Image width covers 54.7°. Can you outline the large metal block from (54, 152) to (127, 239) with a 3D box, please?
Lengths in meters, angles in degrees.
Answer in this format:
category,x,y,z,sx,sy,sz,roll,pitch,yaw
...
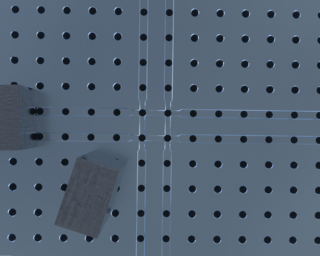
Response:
category,x,y,z,sx,sy,sz,roll,pitch,yaw
large metal block,-0.081,0.078,0.385,0.050,0.080,0.080,19,90,0

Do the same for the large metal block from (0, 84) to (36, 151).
category,x,y,z,sx,sy,sz,roll,pitch,yaw
large metal block,-0.210,-0.012,0.398,0.081,0.050,0.079,-1,90,-1
